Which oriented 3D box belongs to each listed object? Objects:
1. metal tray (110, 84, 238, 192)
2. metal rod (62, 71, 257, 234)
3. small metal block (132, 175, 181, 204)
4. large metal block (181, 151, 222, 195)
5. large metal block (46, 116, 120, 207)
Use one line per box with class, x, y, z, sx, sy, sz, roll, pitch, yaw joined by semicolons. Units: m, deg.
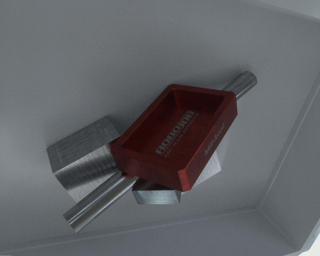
metal tray;0.020;0.002;0.344;0.131;0.090;0.030;-50;139;-36
metal rod;0.017;0.015;0.379;0.302;0.025;0.025;-38;131;-23
small metal block;0.000;0.062;0.368;0.050;0.050;0.025;-5;129;17
large metal block;0.032;0.040;0.435;0.080;0.050;0.080;-30;129;-10
large metal block;-0.077;0.046;0.375;0.080;0.050;0.080;-30;129;-10
